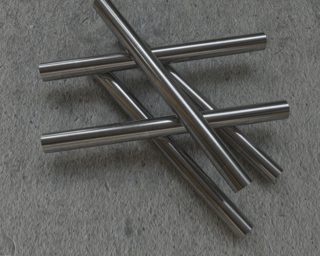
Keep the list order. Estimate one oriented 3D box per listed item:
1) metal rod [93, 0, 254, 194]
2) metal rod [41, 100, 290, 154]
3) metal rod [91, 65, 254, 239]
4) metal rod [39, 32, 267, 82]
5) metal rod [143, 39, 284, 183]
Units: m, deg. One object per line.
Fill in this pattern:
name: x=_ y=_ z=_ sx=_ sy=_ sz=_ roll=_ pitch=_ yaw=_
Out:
metal rod: x=0.006 y=-0.052 z=0.376 sx=0.025 sy=0.025 sz=0.299 roll=-33 pitch=74 yaw=-11
metal rod: x=0.010 y=-0.002 z=0.384 sx=0.302 sy=0.025 sz=0.025 roll=-8 pitch=70 yaw=-4
metal rod: x=0.003 y=0.016 z=0.403 sx=0.025 sy=0.025 sz=0.300 roll=-39 pitch=75 yaw=-13
metal rod: x=-0.006 y=-0.097 z=0.418 sx=0.302 sy=0.025 sz=0.025 roll=-9 pitch=71 yaw=-4
metal rod: x=0.044 y=-0.043 z=0.425 sx=0.025 sy=0.025 sz=0.300 roll=-41 pitch=75 yaw=-14
